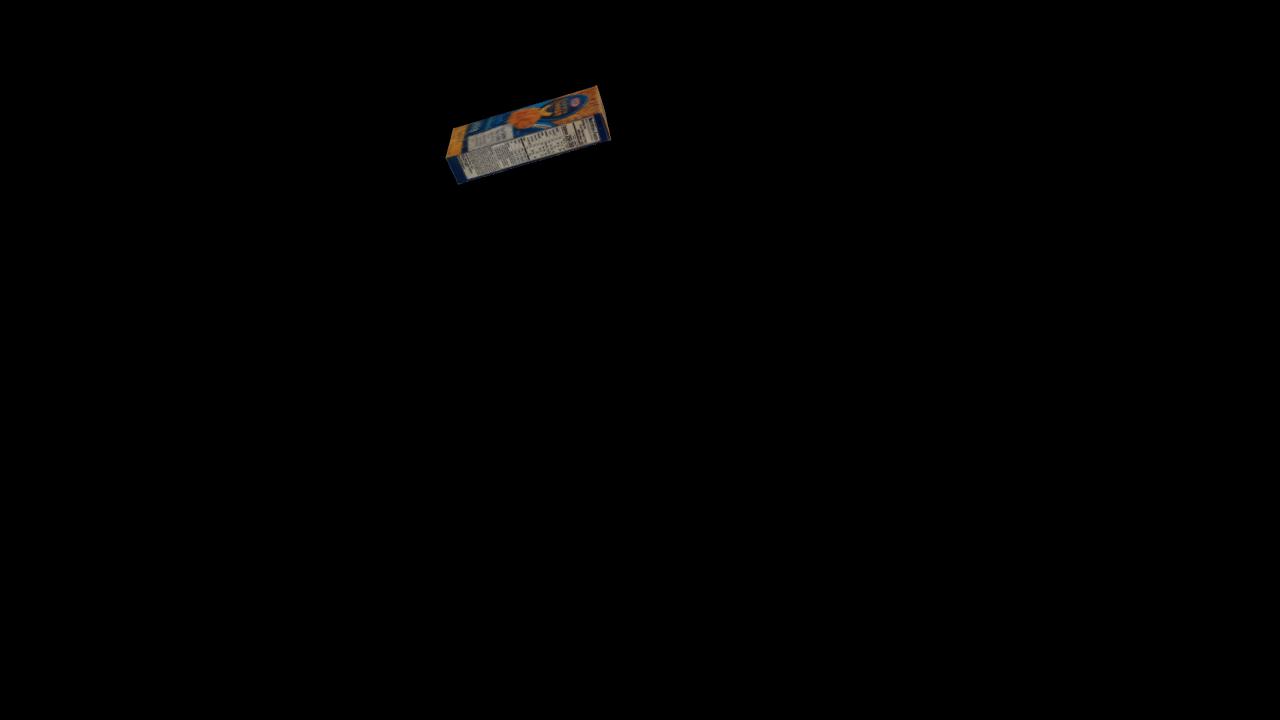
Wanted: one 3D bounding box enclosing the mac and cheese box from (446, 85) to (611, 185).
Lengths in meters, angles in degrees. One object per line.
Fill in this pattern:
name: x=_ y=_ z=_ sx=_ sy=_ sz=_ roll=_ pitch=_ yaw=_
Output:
mac and cheese box: x=-0.130 y=-0.264 z=0.720 sx=0.184 sy=0.041 sz=0.093 roll=-15 pitch=40 yaw=4
